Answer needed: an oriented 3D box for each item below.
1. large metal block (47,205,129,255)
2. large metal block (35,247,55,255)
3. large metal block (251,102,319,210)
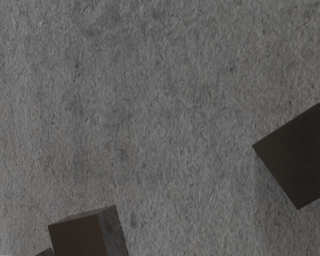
[{"bbox_3d":[-0.098,0.159,0.429,0.080,0.050,0.080,-18,84,18],"label":"large metal block"},{"bbox_3d":[-0.201,0.228,0.449,0.080,0.080,0.050,-35,79,16],"label":"large metal block"},{"bbox_3d":[0.160,0.029,0.339,0.080,0.050,0.080,-36,79,16],"label":"large metal block"}]
